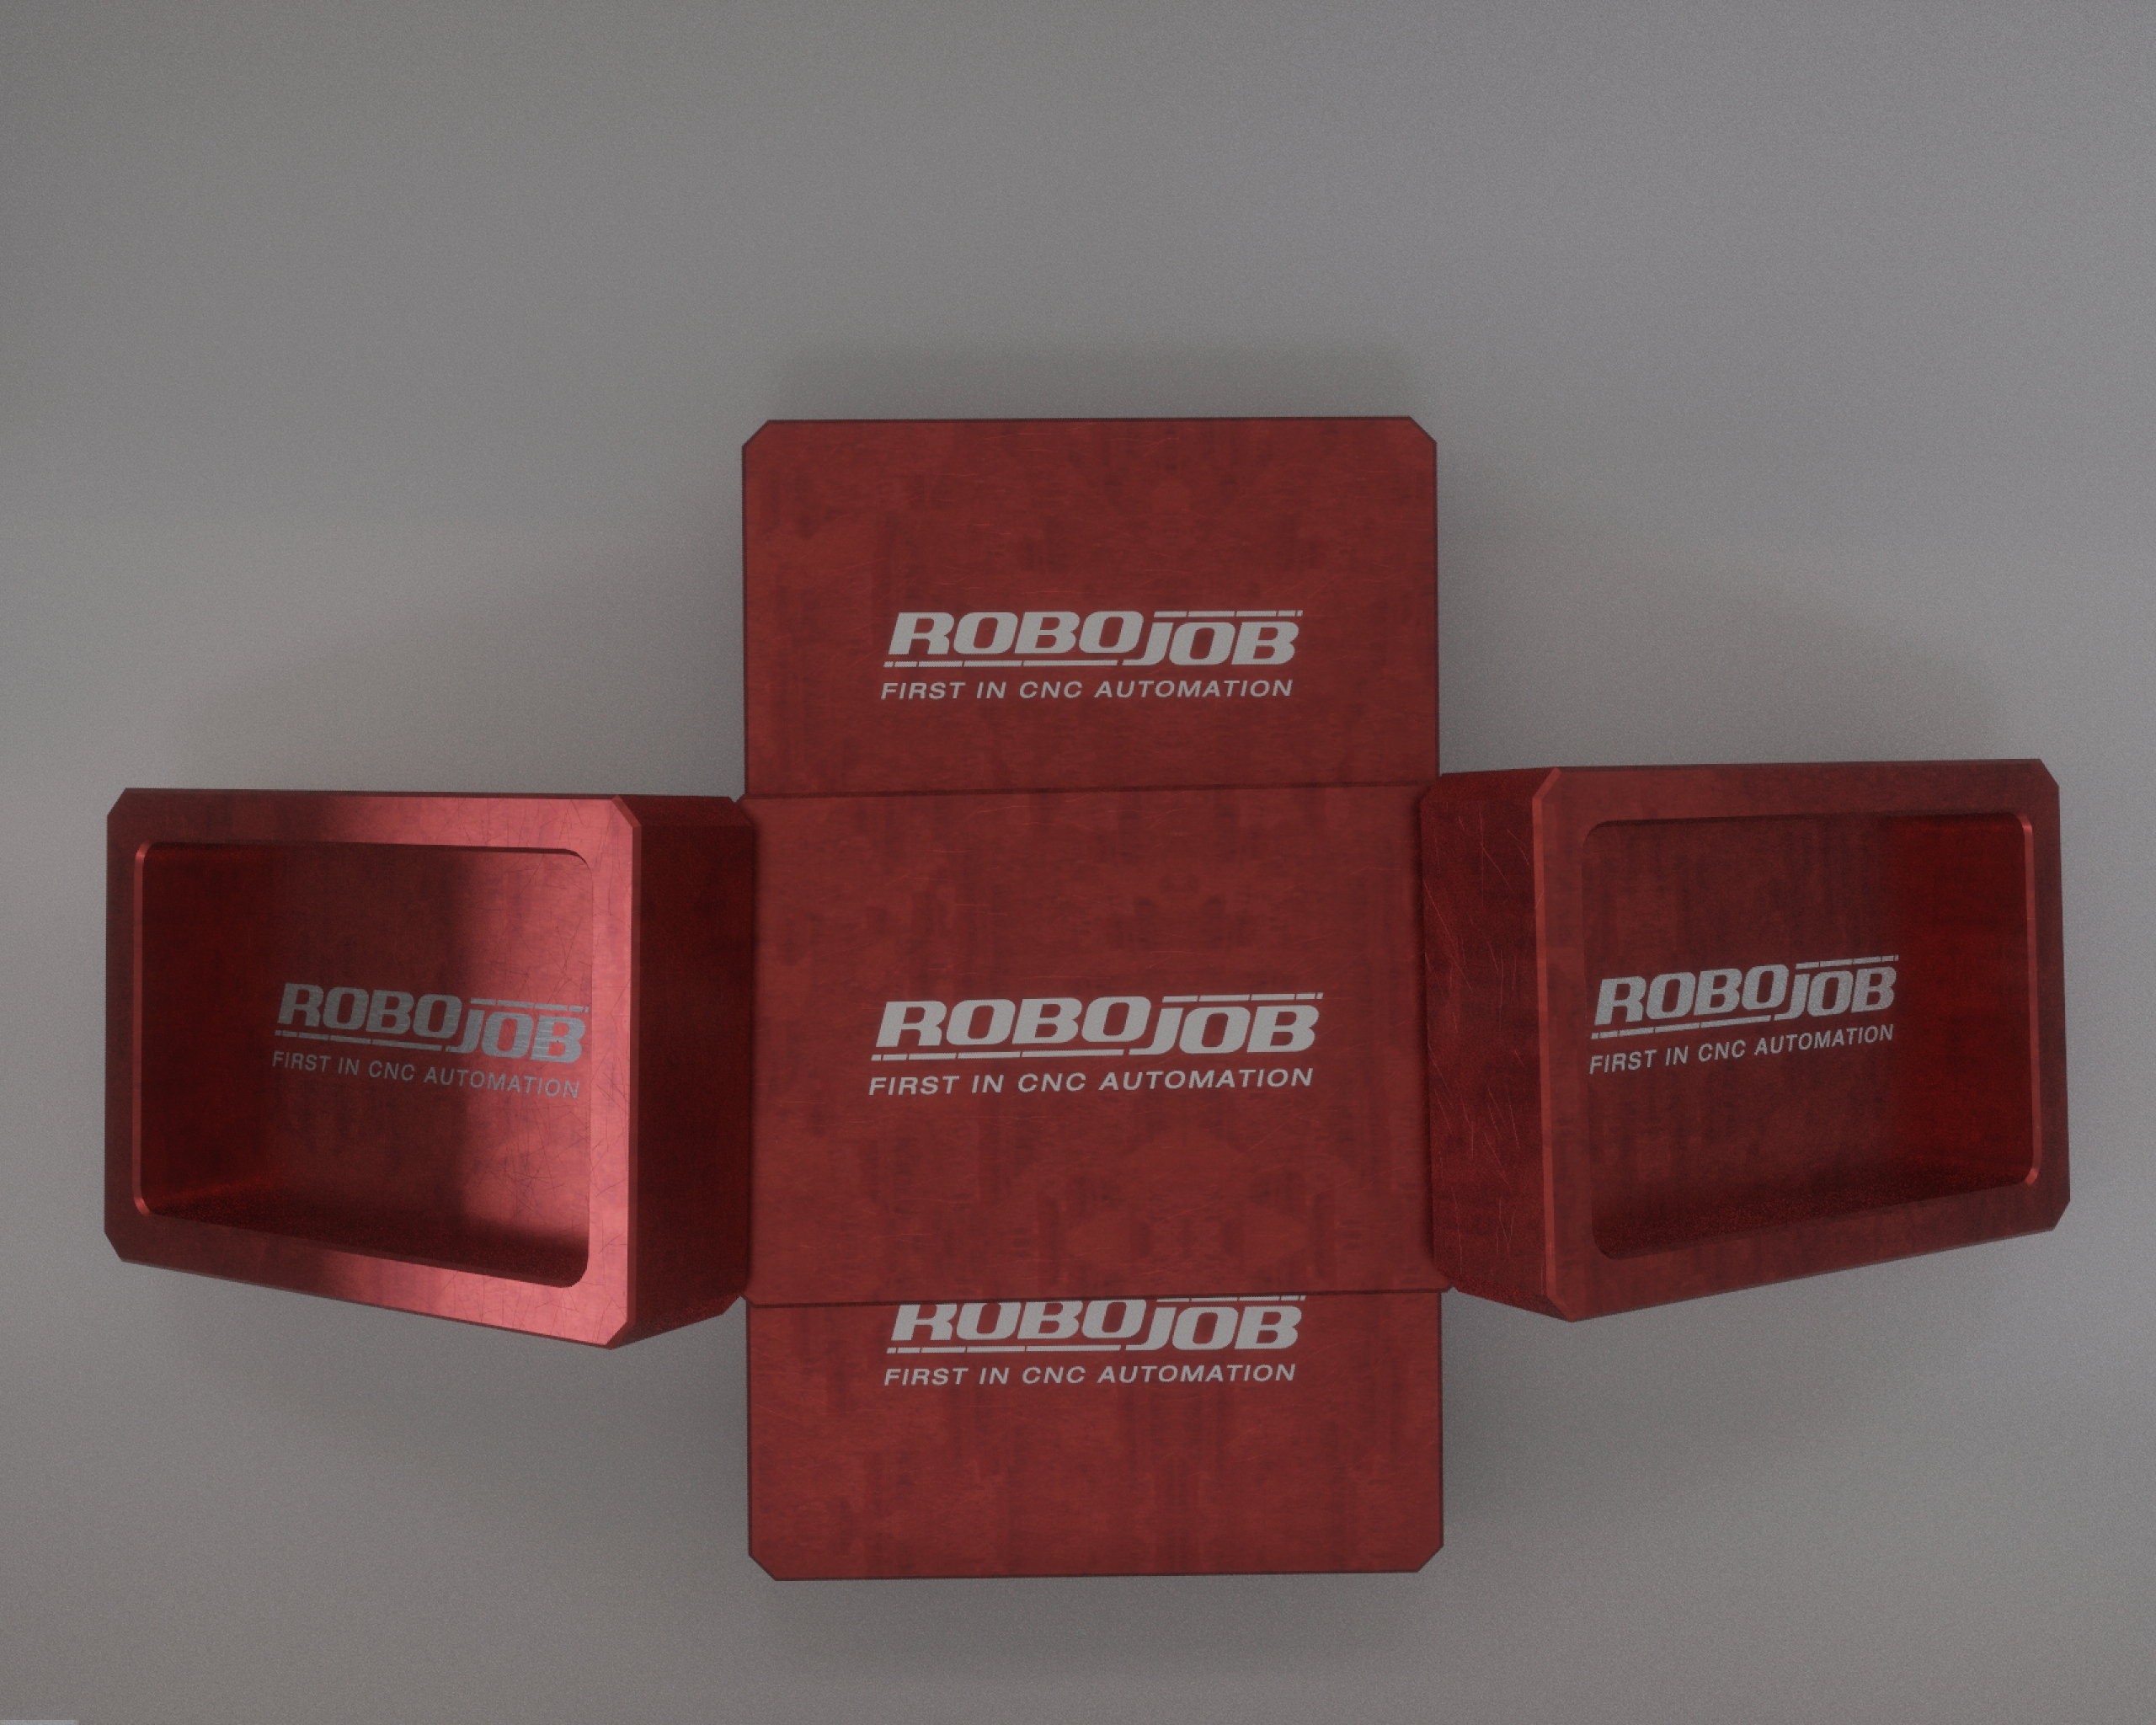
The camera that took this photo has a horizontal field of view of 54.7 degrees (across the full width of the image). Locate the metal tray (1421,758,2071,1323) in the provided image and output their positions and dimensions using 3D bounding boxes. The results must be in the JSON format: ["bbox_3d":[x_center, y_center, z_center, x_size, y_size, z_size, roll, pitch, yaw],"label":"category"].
[{"bbox_3d":[0.124,0.027,0.377,0.131,0.030,0.089,-2,91,-30],"label":"metal tray"}]

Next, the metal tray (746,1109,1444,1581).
[{"bbox_3d":[0.003,0.090,0.406,0.131,0.030,0.089,0,90,-1],"label":"metal tray"}]

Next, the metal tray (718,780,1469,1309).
[{"bbox_3d":[0.003,0.032,0.377,0.131,0.030,0.089,-1,90,-1],"label":"metal tray"}]

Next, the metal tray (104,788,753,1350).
[{"bbox_3d":[-0.120,0.032,0.376,0.130,0.030,0.089,2,91,29],"label":"metal tray"}]

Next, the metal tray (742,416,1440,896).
[{"bbox_3d":[0.003,-0.039,0.406,0.131,0.030,0.089,0,90,-1],"label":"metal tray"}]
